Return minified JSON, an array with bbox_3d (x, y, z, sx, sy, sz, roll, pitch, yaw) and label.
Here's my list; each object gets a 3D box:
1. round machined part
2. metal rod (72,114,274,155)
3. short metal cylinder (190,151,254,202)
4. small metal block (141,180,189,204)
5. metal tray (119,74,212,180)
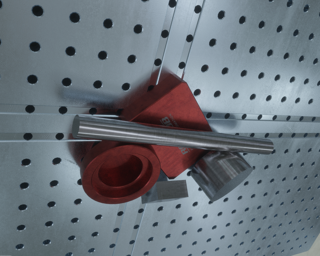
[{"bbox_3d":[-0.052,0.048,0.396,0.099,0.042,0.097,-11,128,-15],"label":"round machined part"},{"bbox_3d":[0.040,0.014,0.402,0.302,0.025,0.025,7,115,-32],"label":"metal rod"},{"bbox_3d":[0.093,0.067,0.470,0.080,0.050,0.080,-30,154,-17],"label":"short metal cylinder"},{"bbox_3d":[0.006,0.095,0.457,0.050,0.025,0.050,2,161,-31],"label":"small metal block"},{"bbox_3d":[0.017,0.003,0.422,0.090,0.030,0.130,-37,130,-4],"label":"metal tray"}]
